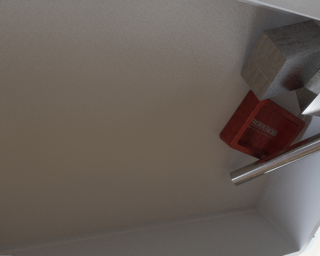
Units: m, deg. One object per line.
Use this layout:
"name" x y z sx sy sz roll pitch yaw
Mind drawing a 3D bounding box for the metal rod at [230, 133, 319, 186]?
"metal rod" 0.241 0.019 0.459 0.299 0.025 0.025 -30 135 27

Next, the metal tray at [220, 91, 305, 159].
"metal tray" 0.169 0.003 0.502 0.131 0.030 0.090 21 107 -37

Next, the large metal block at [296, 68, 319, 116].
"large metal block" 0.250 -0.057 0.430 0.081 0.050 0.080 8 144 -6

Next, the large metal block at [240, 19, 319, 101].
"large metal block" 0.167 -0.089 0.411 0.081 0.050 0.080 -18 152 -18
